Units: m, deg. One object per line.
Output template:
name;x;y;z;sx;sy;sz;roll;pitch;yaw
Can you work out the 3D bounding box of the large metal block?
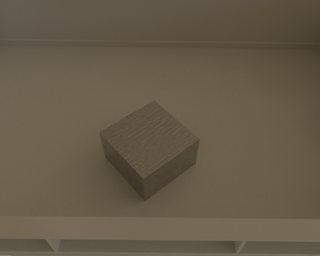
large metal block;-0.012;0.024;0.368;0.080;0.050;0.080;-33;58;-25
